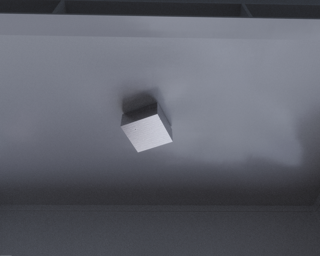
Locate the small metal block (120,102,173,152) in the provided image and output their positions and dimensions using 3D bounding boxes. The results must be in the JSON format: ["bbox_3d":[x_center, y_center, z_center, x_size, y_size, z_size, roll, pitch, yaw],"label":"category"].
[{"bbox_3d":[-0.016,0.000,0.404,0.050,0.025,0.050,-18,128,14],"label":"small metal block"}]
